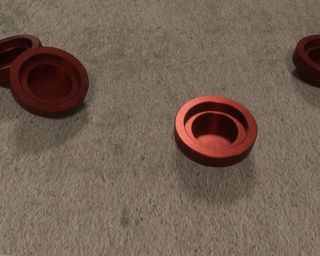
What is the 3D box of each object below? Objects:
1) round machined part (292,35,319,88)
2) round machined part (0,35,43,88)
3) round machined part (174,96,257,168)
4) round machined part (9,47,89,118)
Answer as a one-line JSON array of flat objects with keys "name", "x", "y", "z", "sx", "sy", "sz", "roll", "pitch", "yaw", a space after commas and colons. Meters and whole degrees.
[{"name": "round machined part", "x": 0.255, "y": -0.099, "z": 0.479, "sx": 0.099, "sy": 0.042, "sz": 0.098, "roll": 0, "pitch": 50, "yaw": 0}, {"name": "round machined part", "x": -0.219, "y": -0.096, "z": 0.463, "sx": 0.099, "sy": 0.042, "sz": 0.098, "roll": -6, "pitch": 44, "yaw": 7}, {"name": "round machined part", "x": 0.067, "y": 0.008, "z": 0.386, "sx": 0.099, "sy": 0.042, "sz": 0.098, "roll": 0, "pitch": 50, "yaw": 0}, {"name": "round machined part", "x": -0.151, "y": -0.058, "z": 0.422, "sx": 0.099, "sy": 0.042, "sz": 0.098, "roll": 10, "pitch": 65, "yaw": -21}]
